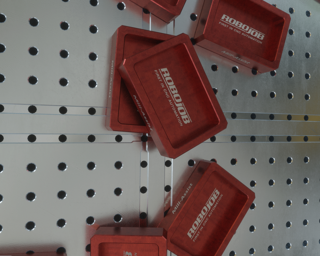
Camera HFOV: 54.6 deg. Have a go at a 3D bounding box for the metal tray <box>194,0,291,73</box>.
[{"bbox_3d":[0.123,-0.145,0.454,0.131,0.030,0.090,18,84,-19],"label":"metal tray"}]

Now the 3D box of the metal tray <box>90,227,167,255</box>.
[{"bbox_3d":[-0.037,0.191,0.379,0.090,0.030,0.129,0,90,2],"label":"metal tray"}]

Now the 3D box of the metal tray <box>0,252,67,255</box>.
[{"bbox_3d":[-0.158,0.213,0.352,0.091,0.030,0.129,6,88,-20],"label":"metal tray"}]

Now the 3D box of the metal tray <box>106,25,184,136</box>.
[{"bbox_3d":[-0.018,-0.058,0.402,0.091,0.030,0.129,5,88,-20],"label":"metal tray"}]

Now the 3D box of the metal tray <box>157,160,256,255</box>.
[{"bbox_3d":[0.064,0.122,0.433,0.090,0.030,0.130,38,78,-16],"label":"metal tray"}]

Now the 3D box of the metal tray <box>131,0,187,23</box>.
[{"bbox_3d":[0.006,-0.221,0.411,0.090,0.030,0.130,26,81,-18],"label":"metal tray"}]

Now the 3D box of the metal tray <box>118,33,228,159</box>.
[{"bbox_3d":[0.018,-0.039,0.383,0.090,0.030,0.130,-29,100,-18],"label":"metal tray"}]
